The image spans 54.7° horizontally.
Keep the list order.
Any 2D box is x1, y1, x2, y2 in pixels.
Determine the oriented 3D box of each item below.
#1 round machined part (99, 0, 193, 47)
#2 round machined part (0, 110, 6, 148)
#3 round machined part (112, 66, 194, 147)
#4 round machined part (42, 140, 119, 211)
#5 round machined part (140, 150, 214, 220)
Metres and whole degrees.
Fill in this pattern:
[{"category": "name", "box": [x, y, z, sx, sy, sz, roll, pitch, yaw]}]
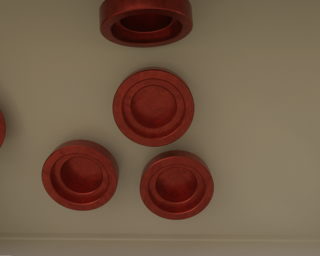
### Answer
[{"category": "round machined part", "box": [-0.015, -0.125, 0.332, 0.099, 0.098, 0.042, -4, 84, 1]}, {"category": "round machined part", "box": [-0.250, 0.001, 0.382, 0.099, 0.042, 0.097, -7, 101, -41]}, {"category": "round machined part", "box": [-0.008, -0.029, 0.391, 0.099, 0.042, 0.097, 0, 110, 0]}, {"category": "round machined part", "box": [-0.105, 0.060, 0.423, 0.099, 0.042, 0.097, 0, 110, 0]}, {"category": "round machined part", "box": [0.022, 0.075, 0.430, 0.099, 0.042, 0.097, 0, 110, 0]}]
